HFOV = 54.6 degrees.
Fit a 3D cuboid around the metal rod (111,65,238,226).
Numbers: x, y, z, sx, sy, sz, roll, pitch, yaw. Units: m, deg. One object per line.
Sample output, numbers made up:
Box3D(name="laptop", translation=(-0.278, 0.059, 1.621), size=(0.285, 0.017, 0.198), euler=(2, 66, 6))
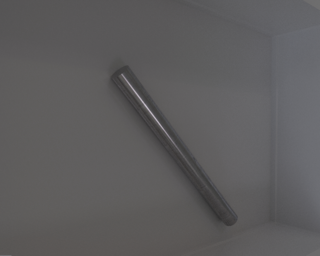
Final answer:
Box3D(name="metal rod", translation=(0.033, 0.041, 0.433), size=(0.025, 0.025, 0.300), euler=(-52, 120, -27))
